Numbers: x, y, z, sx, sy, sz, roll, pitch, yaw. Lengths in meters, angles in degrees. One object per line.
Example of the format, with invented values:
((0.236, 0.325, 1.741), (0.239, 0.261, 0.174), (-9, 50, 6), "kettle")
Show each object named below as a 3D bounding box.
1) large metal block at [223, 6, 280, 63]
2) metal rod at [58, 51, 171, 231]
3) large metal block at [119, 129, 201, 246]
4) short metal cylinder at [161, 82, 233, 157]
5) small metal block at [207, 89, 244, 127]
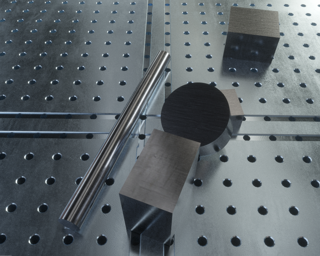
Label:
((0.155, -0.160, 0.528), (0.080, 0.050, 0.080), (9, 51, 7), "large metal block")
((-0.044, -0.008, 0.413), (0.025, 0.025, 0.301), (15, 51, 12), "metal rod")
((0.002, 0.061, 0.320), (0.050, 0.080, 0.080), (17, 52, 14), "large metal block")
((0.047, -0.009, 0.379), (0.080, 0.050, 0.080), (-5, 71, 16), "short metal cylinder")
((0.084, -0.027, 0.431), (0.050, 0.025, 0.050), (-4, 50, -4), "small metal block")
